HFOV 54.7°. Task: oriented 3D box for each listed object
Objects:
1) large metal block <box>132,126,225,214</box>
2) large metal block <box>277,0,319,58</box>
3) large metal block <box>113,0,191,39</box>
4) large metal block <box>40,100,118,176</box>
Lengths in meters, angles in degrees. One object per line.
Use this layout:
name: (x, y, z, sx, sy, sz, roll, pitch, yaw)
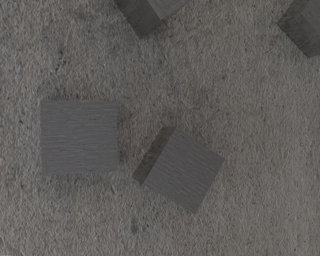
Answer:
large metal block: (0.023, 0.053, 0.404, 0.080, 0.050, 0.080, 34, 79, -17)
large metal block: (0.246, -0.171, 0.486, 0.080, 0.050, 0.080, 40, 77, -16)
large metal block: (-0.017, -0.164, 0.373, 0.050, 0.080, 0.080, -39, 103, -16)
large metal block: (-0.095, 0.010, 0.361, 0.081, 0.050, 0.079, -1, 91, -20)
